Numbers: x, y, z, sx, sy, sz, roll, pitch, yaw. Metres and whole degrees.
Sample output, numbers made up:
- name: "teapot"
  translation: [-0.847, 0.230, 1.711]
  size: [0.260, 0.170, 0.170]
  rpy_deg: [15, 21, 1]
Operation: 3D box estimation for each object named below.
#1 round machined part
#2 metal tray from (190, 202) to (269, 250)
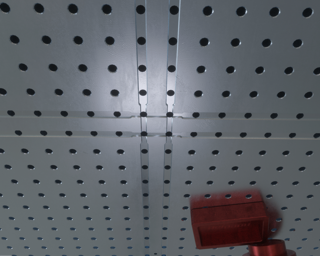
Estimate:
- name: "round machined part"
  translation: [0.204, 0.237, 0.584]
  size: [0.099, 0.042, 0.098]
  rpy_deg: [-7, 167, -1]
- name: "metal tray"
  translation: [0.126, 0.179, 0.561]
  size: [0.131, 0.030, 0.090]
  rpy_deg: [-8, 130, 6]
